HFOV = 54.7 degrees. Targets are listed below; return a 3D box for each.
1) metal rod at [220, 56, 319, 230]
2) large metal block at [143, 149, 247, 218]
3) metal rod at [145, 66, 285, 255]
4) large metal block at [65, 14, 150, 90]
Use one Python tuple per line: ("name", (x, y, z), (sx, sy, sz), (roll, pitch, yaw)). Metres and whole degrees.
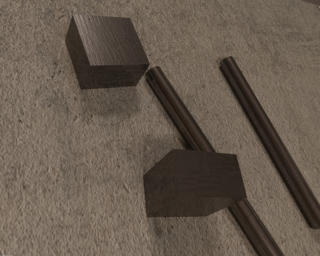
("metal rod", (0.174, 0.012, 0.492), (0.025, 0.025, 0.299), (-12, 68, -33))
("large metal block", (0.035, 0.066, 0.349), (0.081, 0.080, 0.050), (7, 59, -25))
("metal rod", (0.067, 0.042, 0.415), (0.025, 0.025, 0.299), (-22, 74, -36))
("large metal block", (-0.071, -0.100, 0.412), (0.081, 0.050, 0.080), (-9, 66, -32))
